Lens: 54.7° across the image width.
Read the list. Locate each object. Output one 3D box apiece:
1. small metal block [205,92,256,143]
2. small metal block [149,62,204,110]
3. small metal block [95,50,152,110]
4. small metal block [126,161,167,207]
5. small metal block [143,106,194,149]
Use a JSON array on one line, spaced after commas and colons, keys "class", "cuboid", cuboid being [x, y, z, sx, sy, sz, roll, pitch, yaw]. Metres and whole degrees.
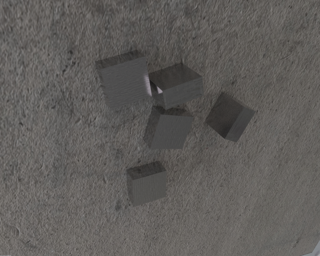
[{"class": "small metal block", "cuboid": [0.097, -0.016, 0.434, 0.025, 0.050, 0.050, 16, 110, -35]}, {"class": "small metal block", "cuboid": [0.017, -0.051, 0.368, 0.050, 0.050, 0.025, -22, 127, -15]}, {"class": "small metal block", "cuboid": [-0.041, -0.055, 0.351, 0.050, 0.025, 0.050, -21, 126, -16]}, {"class": "small metal block", "cuboid": [-0.019, 0.080, 0.446, 0.050, 0.025, 0.050, -13, 124, -21]}, {"class": "small metal block", "cuboid": [0.011, 0.000, 0.413, 0.050, 0.025, 0.050, 3, 117, -30]}]
